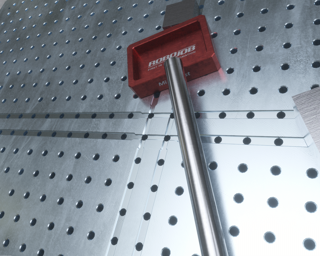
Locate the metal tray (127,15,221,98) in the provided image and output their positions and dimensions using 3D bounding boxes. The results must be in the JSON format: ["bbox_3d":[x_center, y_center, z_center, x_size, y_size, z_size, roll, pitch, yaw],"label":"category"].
[{"bbox_3d":[0.016,-0.106,0.461,0.130,0.030,0.090,-18,55,17],"label":"metal tray"}]

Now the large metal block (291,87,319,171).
[{"bbox_3d":[0.184,-0.001,0.296,0.080,0.050,0.080,-21,54,16],"label":"large metal block"}]

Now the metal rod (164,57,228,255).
[{"bbox_3d":[0.039,0.044,0.341,0.025,0.025,0.299,-19,60,17],"label":"metal rod"}]

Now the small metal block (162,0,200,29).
[{"bbox_3d":[0.035,-0.177,0.498,0.050,0.025,0.050,-5,59,25],"label":"small metal block"}]
